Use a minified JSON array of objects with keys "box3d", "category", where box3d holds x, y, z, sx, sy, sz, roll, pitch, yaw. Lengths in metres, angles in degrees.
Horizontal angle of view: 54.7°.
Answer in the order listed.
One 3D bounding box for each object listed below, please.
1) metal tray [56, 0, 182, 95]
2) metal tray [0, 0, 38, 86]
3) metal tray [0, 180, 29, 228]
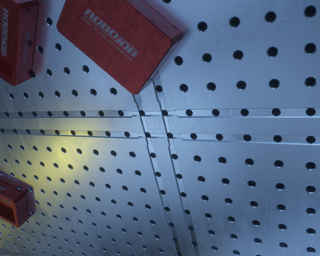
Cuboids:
[{"box3d":[-0.051,-0.113,0.364,0.130,0.030,0.090,41,129,0],"category":"metal tray"},{"box3d":[-0.225,-0.136,0.439,0.090,0.030,0.129,31,128,7],"category":"metal tray"},{"box3d":[-0.358,0.158,0.690,0.130,0.030,0.089,21,126,15],"category":"metal tray"}]
